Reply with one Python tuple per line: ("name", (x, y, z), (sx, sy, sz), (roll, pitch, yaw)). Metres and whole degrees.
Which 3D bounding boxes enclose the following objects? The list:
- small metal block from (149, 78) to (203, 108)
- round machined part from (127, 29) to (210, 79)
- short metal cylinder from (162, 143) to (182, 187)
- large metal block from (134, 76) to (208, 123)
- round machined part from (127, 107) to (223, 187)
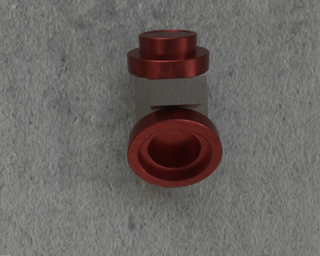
("small metal block", (0.015, -0.034, 0.318), (0.050, 0.050, 0.025), (-3, 90, 0))
("round machined part", (0.010, -0.092, 0.371), (0.099, 0.098, 0.042), (-2, 115, -1))
("short metal cylinder", (0.013, 0.033, 0.400), (0.081, 0.050, 0.079), (0, 90, -1))
("large metal block", (0.012, -0.032, 0.383), (0.081, 0.080, 0.050), (-2, 90, -1))
("round machined part", (0.015, 0.017, 0.337), (0.099, 0.042, 0.097), (-1, 129, -1))
